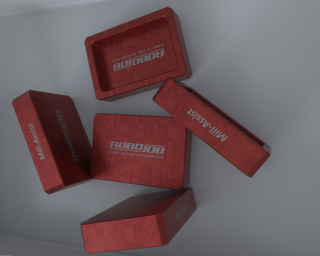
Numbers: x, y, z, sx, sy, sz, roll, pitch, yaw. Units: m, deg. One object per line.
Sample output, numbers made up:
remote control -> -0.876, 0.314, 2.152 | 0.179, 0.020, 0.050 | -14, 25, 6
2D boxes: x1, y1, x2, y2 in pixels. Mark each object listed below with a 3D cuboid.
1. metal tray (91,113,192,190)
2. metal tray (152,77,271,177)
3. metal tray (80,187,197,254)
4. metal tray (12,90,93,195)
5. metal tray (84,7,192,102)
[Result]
metal tray -> -0.026, 0.028, 0.413 | 0.130, 0.030, 0.089 | 4, 91, 19
metal tray -> 0.062, -0.004, 0.351 | 0.130, 0.090, 0.030 | 40, 103, 15
metal tray -> -0.017, 0.101, 0.357 | 0.090, 0.130, 0.030 | -13, 86, 19
metal tray -> -0.136, 0.017, 0.420 | 0.030, 0.090, 0.129 | -26, 82, 17
metal tray -> -0.031, -0.095, 0.416 | 0.130, 0.030, 0.090 | -14, 85, 19
